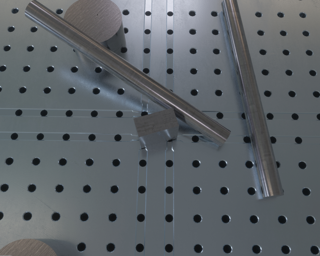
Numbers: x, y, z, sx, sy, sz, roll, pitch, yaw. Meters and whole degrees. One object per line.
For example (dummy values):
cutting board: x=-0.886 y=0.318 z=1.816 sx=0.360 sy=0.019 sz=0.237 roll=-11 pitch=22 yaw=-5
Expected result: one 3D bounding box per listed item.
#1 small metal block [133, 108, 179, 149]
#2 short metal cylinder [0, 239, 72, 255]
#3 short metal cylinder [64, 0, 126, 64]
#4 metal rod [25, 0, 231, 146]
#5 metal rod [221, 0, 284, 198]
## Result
small metal block: x=-0.005 y=0.001 z=0.398 sx=0.050 sy=0.050 sz=0.025 roll=-16 pitch=71 yaw=-6
short metal cylinder: x=-0.140 y=0.163 z=0.338 sx=0.081 sy=0.050 sz=0.080 roll=0 pitch=70 yaw=0
short metal cylinder: x=-0.093 y=-0.141 z=0.449 sx=0.081 sy=0.050 sz=0.080 roll=0 pitch=70 yaw=0
metal rod: x=-0.039 y=-0.070 z=0.402 sx=0.301 sy=0.025 sz=0.025 roll=34 pitch=73 yaw=-2
metal rod: x=0.124 y=-0.055 z=0.432 sx=0.025 sy=0.025 sz=0.299 roll=-6 pitch=70 yaw=-2
